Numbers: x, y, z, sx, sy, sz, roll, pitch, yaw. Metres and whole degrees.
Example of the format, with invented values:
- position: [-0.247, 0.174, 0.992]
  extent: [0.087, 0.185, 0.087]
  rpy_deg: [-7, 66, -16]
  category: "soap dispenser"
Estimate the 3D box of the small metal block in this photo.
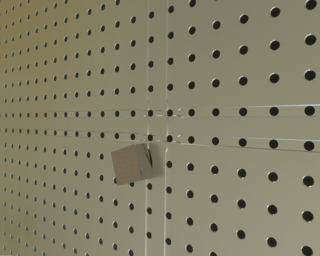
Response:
- position: [-0.040, 0.053, 0.444]
  extent: [0.050, 0.025, 0.050]
  rpy_deg: [-21, 77, 38]
  category: "small metal block"
